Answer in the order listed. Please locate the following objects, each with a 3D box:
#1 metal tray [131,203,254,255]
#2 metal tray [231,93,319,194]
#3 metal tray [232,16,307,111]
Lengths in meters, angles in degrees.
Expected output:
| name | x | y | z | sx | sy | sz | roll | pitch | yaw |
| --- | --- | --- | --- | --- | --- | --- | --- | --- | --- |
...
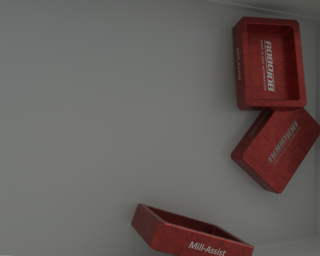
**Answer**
| name | x | y | z | sx | sy | sz | roll | pitch | yaw |
| --- | --- | --- | --- | --- | --- | --- | --- | --- | --- |
| metal tray | 0.038 | 0.136 | 0.390 | 0.131 | 0.090 | 0.030 | 21 | 83 | -19 |
| metal tray | 0.180 | 0.022 | 0.474 | 0.090 | 0.030 | 0.130 | 42 | 77 | -15 |
| metal tray | 0.156 | -0.091 | 0.445 | 0.091 | 0.030 | 0.129 | 0 | 81 | -10 |
